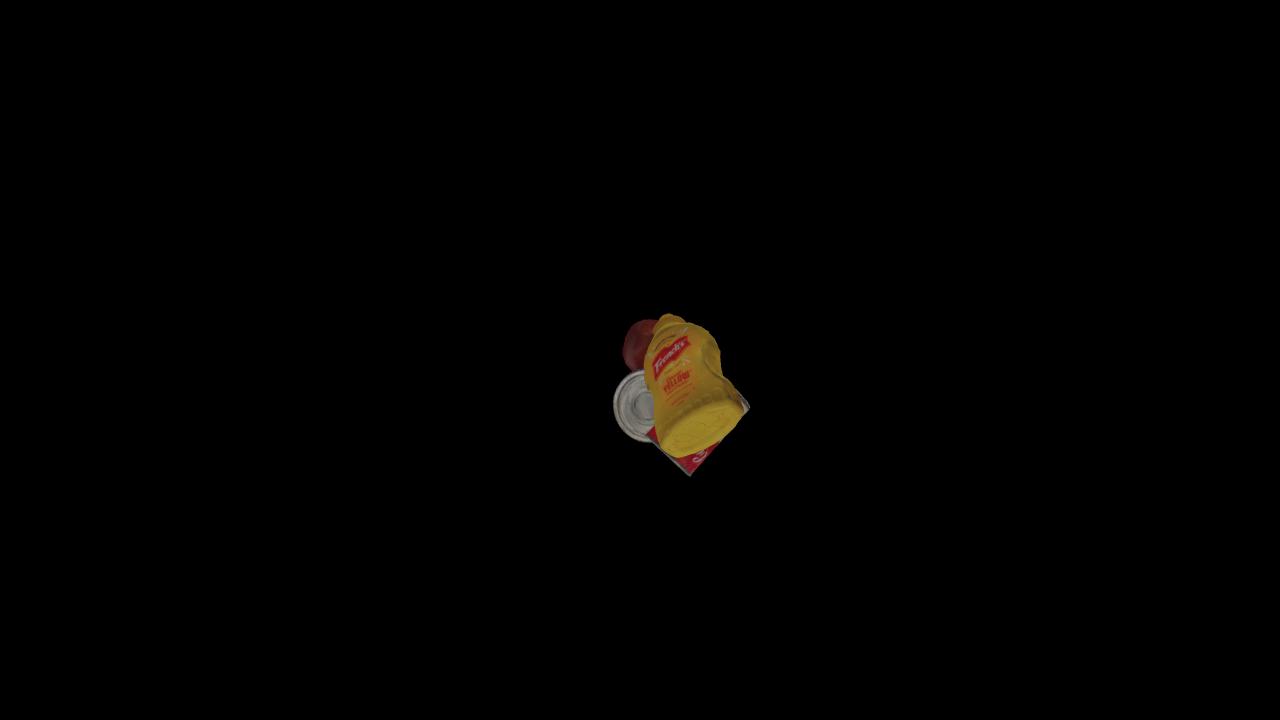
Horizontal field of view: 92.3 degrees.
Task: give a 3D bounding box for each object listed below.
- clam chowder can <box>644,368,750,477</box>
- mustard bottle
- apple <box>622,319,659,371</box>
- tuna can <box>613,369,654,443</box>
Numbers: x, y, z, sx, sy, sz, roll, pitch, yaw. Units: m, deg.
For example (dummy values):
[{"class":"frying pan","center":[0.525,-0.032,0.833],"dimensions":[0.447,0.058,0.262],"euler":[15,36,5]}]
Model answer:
[{"class":"clam chowder can","center":[0.064,0.068,0.678],"dimensions":[0.068,0.102,0.068],"euler":[42,-6,5]},{"class":"mustard bottle","center":[0.045,0.010,0.655],"dimensions":[0.054,0.184,0.092],"euler":[32,-62,-32]},{"class":"apple","center":[0.021,-0.010,0.731],"dimensions":[0.079,0.079,0.093],"euler":[0,25,-35]},{"class":"tuna can","center":[0.012,0.050,0.687],"dimensions":[0.084,0.084,0.034],"euler":[0,2,20]}]
